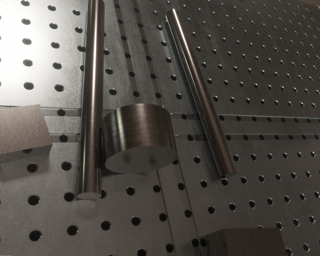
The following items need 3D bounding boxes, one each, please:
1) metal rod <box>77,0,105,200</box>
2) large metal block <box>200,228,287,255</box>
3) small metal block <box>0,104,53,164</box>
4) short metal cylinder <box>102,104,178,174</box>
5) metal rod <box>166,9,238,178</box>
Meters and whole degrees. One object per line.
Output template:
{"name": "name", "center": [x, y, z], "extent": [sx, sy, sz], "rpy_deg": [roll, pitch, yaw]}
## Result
{"name": "metal rod", "center": [-0.086, -0.058, 0.398], "extent": [0.025, 0.025, 0.299], "rpy_deg": [9, 58, -24]}
{"name": "large metal block", "center": [0.098, 0.159, 0.350], "extent": [0.081, 0.050, 0.080], "rpy_deg": [8, 58, -25]}
{"name": "small metal block", "center": [-0.147, 0.005, 0.326], "extent": [0.050, 0.025, 0.050], "rpy_deg": [-11, 68, -33]}
{"name": "short metal cylinder", "center": [-0.024, 0.015, 0.353], "extent": [0.081, 0.080, 0.050], "rpy_deg": [4, 60, -27]}
{"name": "metal rod", "center": [0.058, -0.067, 0.482], "extent": [0.025, 0.025, 0.299], "rpy_deg": [-1, 62, -29]}
